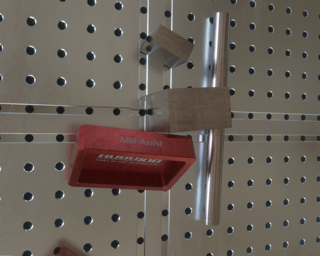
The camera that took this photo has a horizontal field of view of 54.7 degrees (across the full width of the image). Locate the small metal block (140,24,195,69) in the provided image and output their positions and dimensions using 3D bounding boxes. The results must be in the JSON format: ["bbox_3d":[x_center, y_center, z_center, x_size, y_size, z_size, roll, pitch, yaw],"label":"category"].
[{"bbox_3d":[0.009,-0.104,0.403,0.050,0.050,0.025,26,81,-19],"label":"small metal block"}]

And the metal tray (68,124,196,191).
[{"bbox_3d":[-0.035,0.040,0.365,0.131,0.089,0.030,7,53,-20],"label":"metal tray"}]

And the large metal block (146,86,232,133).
[{"bbox_3d":[0.034,-0.022,0.397,0.081,0.080,0.050,-5,92,-20],"label":"large metal block"}]

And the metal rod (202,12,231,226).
[{"bbox_3d":[0.081,-0.014,0.443,0.025,0.025,0.298,4,89,-20],"label":"metal rod"}]

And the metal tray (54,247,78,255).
[{"bbox_3d":[-0.096,0.220,0.376,0.130,0.030,0.090,42,77,-16],"label":"metal tray"}]
